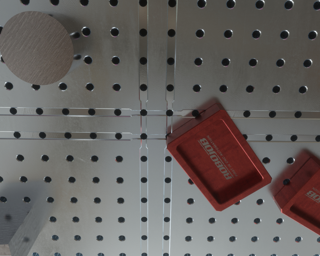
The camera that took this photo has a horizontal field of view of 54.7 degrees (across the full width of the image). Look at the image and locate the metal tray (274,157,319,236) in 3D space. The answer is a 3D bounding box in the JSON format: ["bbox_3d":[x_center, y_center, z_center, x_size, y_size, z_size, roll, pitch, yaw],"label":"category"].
[{"bbox_3d":[0.248,0.112,0.453,0.130,0.030,0.090,32,107,-11],"label":"metal tray"}]

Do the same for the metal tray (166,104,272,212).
[{"bbox_3d":[0.081,0.043,0.427,0.090,0.030,0.130,-34,107,11],"label":"metal tray"}]

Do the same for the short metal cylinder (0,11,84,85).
[{"bbox_3d":[-0.135,-0.095,0.364,0.081,0.050,0.079,0,110,0],"label":"short metal cylinder"}]

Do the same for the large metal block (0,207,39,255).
[{"bbox_3d":[-0.232,0.160,0.441,0.080,0.080,0.050,-4,110,1],"label":"large metal block"}]
